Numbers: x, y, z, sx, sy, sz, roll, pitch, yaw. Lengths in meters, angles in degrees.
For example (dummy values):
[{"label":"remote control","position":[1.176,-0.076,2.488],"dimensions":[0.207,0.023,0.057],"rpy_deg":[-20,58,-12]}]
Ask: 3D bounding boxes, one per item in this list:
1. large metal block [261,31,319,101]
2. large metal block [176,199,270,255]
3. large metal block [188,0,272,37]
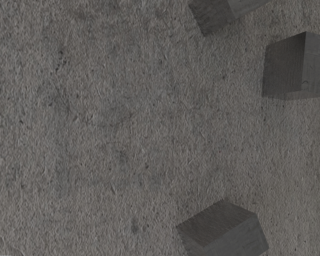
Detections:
[{"label":"large metal block","position":[0.198,-0.086,0.452],"dimensions":[0.050,0.080,0.080],"rpy_deg":[7,88,-20]},{"label":"large metal block","position":[0.080,0.144,0.409],"dimensions":[0.081,0.080,0.050],"rpy_deg":[-25,99,-18]},{"label":"large metal block","position":[0.098,-0.172,0.415],"dimensions":[0.080,0.080,0.050],"rpy_deg":[-31,101,-17]}]
